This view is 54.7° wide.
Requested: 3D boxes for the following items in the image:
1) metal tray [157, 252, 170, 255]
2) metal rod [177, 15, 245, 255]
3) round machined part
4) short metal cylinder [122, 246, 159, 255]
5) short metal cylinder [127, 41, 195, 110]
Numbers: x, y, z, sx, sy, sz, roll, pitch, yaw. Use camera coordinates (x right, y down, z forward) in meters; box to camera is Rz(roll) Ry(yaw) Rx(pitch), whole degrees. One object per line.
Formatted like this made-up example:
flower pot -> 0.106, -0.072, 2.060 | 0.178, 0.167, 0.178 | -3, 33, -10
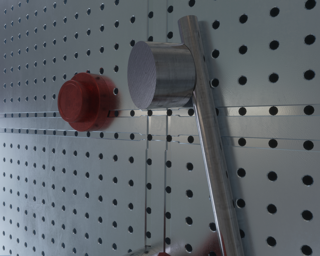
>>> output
metal tray -> 0.032, 0.207, 0.340 | 0.130, 0.030, 0.089 | 32, 113, 3
metal rod -> 0.059, 0.013, 0.360 | 0.025, 0.025, 0.298 | -16, 80, 39
round machined part -> -0.130, -0.042, 0.506 | 0.098, 0.042, 0.097 | 0, 90, 40
short metal cylinder -> -0.028, 0.208, 0.417 | 0.080, 0.050, 0.080 | 0, 90, 40
short metal cylinder -> -0.001, -0.064, 0.376 | 0.080, 0.050, 0.079 | 18, 110, 60
